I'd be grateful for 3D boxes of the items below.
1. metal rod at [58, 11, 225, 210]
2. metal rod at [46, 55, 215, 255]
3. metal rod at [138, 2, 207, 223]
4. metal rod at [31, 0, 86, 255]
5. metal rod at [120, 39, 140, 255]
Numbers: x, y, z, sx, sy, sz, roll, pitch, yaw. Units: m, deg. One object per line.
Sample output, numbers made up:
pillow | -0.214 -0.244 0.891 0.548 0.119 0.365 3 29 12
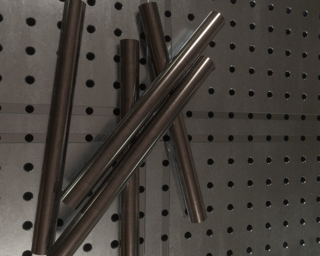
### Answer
metal rod | -0.014 -0.031 0.380 0.025 0.025 0.300 42 77 -16
metal rod | -0.027 0.030 0.375 0.025 0.025 0.300 41 77 -16
metal rod | 0.019 -0.017 0.420 0.025 0.025 0.298 -16 96 -20
metal rod | -0.120 -0.004 0.368 0.025 0.025 0.298 8 87 -20
metal rod | -0.039 0.038 0.399 0.025 0.025 0.298 0 90 -20
